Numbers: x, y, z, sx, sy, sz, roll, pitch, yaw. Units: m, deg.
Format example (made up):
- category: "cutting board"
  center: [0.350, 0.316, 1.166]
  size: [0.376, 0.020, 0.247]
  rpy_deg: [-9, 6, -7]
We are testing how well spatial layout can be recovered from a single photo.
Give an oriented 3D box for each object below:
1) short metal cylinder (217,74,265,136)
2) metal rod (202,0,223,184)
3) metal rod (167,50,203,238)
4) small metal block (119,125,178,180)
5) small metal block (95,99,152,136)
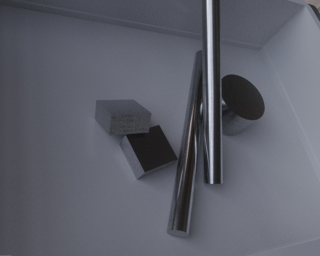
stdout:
- category: "short metal cylinder"
  center: [0.111, -0.034, 0.472]
  size: [0.081, 0.050, 0.080]
  rpy_deg: [14, 56, -21]
- category: "metal rod"
  center: [0.070, -0.077, 0.416]
  size: [0.025, 0.025, 0.298]
  rpy_deg: [3, 85, -28]
- category: "metal rod"
  center: [0.045, -0.001, 0.432]
  size: [0.025, 0.025, 0.300]
  rpy_deg: [23, 53, -15]
- category: "small metal block"
  center: [-0.014, 0.029, 0.382]
  size: [0.050, 0.025, 0.050]
  rpy_deg: [-17, 71, -35]
- category: "small metal block"
  center: [-0.046, -0.014, 0.375]
  size: [0.050, 0.025, 0.050]
  rpy_deg: [-4, 25, -30]
